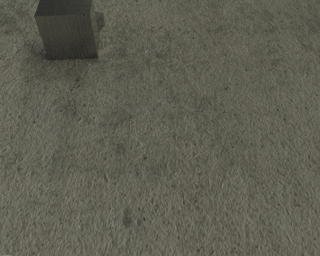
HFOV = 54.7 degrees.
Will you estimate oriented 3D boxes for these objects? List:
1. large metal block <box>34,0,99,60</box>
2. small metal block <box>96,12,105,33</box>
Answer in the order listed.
[{"bbox_3d":[-0.145,-0.159,0.500,0.081,0.080,0.050,-3,50,-3],"label":"large metal block"},{"bbox_3d":[-0.135,-0.189,0.561,0.050,0.025,0.050,15,52,12],"label":"small metal block"}]
